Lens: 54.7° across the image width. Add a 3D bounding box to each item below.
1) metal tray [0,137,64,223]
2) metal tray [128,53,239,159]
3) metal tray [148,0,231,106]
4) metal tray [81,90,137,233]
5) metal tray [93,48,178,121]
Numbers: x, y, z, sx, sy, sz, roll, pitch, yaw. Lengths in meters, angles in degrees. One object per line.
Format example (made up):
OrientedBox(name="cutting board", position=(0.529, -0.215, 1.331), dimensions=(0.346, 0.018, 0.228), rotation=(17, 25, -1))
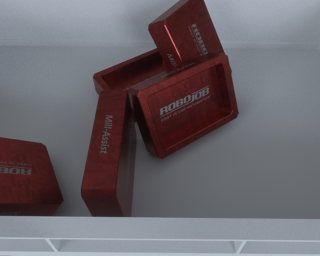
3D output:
OrientedBox(name="metal tray", position=(-0.172, 0.048, 0.307), dimensions=(0.131, 0.030, 0.090), rotation=(14, 33, -46))
OrientedBox(name="metal tray", position=(0.034, -0.030, 0.386), dimensions=(0.131, 0.089, 0.030), rotation=(-27, 26, -21))
OrientedBox(name="metal tray", position=(0.047, -0.104, 0.428), dimensions=(0.030, 0.130, 0.090), rotation=(2, 41, 45))
OrientedBox(name="metal tray", position=(-0.049, 0.034, 0.332), dimensions=(0.030, 0.090, 0.130), rotation=(-2, 50, 3))
OrientedBox(name="metal tray", position=(-0.020, -0.067, 0.458), dimensions=(0.131, 0.030, 0.090), rotation=(-28, 56, -22))
